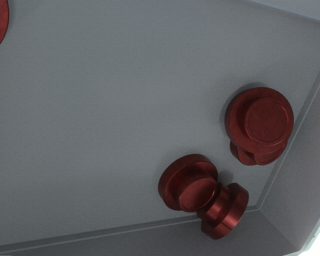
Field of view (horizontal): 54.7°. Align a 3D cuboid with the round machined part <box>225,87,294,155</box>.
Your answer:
[{"bbox_3d":[0.147,-0.010,0.445,0.099,0.042,0.097,0,93,-7],"label":"round machined part"}]

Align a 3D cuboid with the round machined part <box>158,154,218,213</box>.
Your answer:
[{"bbox_3d":[0.050,0.093,0.485,0.099,0.042,0.097,-14,125,-21],"label":"round machined part"}]

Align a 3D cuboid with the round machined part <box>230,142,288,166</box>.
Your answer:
[{"bbox_3d":[0.168,0.022,0.506,0.099,0.042,0.097,-14,125,-21],"label":"round machined part"}]

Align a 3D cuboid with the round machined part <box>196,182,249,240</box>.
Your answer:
[{"bbox_3d":[0.097,0.129,0.510,0.042,0.098,0.098,37,99,-2],"label":"round machined part"}]

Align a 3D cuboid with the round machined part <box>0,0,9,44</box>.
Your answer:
[{"bbox_3d":[-0.174,-0.100,0.241,0.099,0.042,0.097,-14,125,-21],"label":"round machined part"}]
